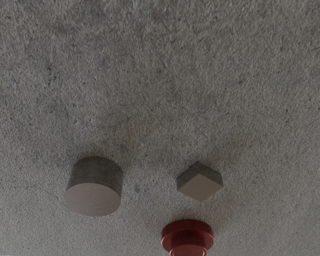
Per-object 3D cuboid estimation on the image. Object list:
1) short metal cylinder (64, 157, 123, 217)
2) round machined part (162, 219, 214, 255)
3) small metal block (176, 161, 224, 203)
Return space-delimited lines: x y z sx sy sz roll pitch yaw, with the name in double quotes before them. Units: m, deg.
"short metal cylinder" -0.097 0.089 0.466 0.081 0.050 0.079 0 130 0
"round machined part" 0.052 0.217 0.581 0.099 0.042 0.097 0 130 0
"small metal block" 0.061 0.084 0.480 0.050 0.025 0.050 30 124 -24
